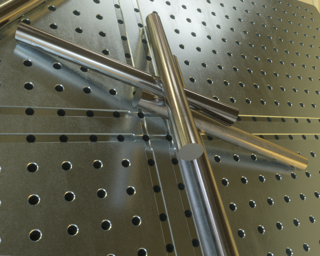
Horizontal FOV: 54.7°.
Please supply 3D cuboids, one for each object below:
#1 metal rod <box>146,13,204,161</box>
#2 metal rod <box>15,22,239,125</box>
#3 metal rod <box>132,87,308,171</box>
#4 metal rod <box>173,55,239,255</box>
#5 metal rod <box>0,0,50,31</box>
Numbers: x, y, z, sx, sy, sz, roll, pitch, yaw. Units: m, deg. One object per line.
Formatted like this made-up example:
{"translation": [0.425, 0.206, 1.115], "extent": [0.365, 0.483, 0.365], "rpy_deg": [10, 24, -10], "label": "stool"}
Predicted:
{"translation": [0.009, -0.078, 0.406], "extent": [0.025, 0.025, 0.300], "rpy_deg": [13, 39, -22], "label": "metal rod"}
{"translation": [-0.036, -0.068, 0.410], "extent": [0.302, 0.025, 0.025], "rpy_deg": [20, 54, -9], "label": "metal rod"}
{"translation": [0.100, 0.010, 0.433], "extent": [0.302, 0.025, 0.025], "rpy_deg": [20, 54, -26], "label": "metal rod"}
{"translation": [0.048, 0.026, 0.419], "extent": [0.025, 0.025, 0.299], "rpy_deg": [0, 62, -29], "label": "metal rod"}
{"translation": [-0.181, -0.165, 0.411], "extent": [0.025, 0.025, 0.301], "rpy_deg": [36, 51, -5], "label": "metal rod"}
